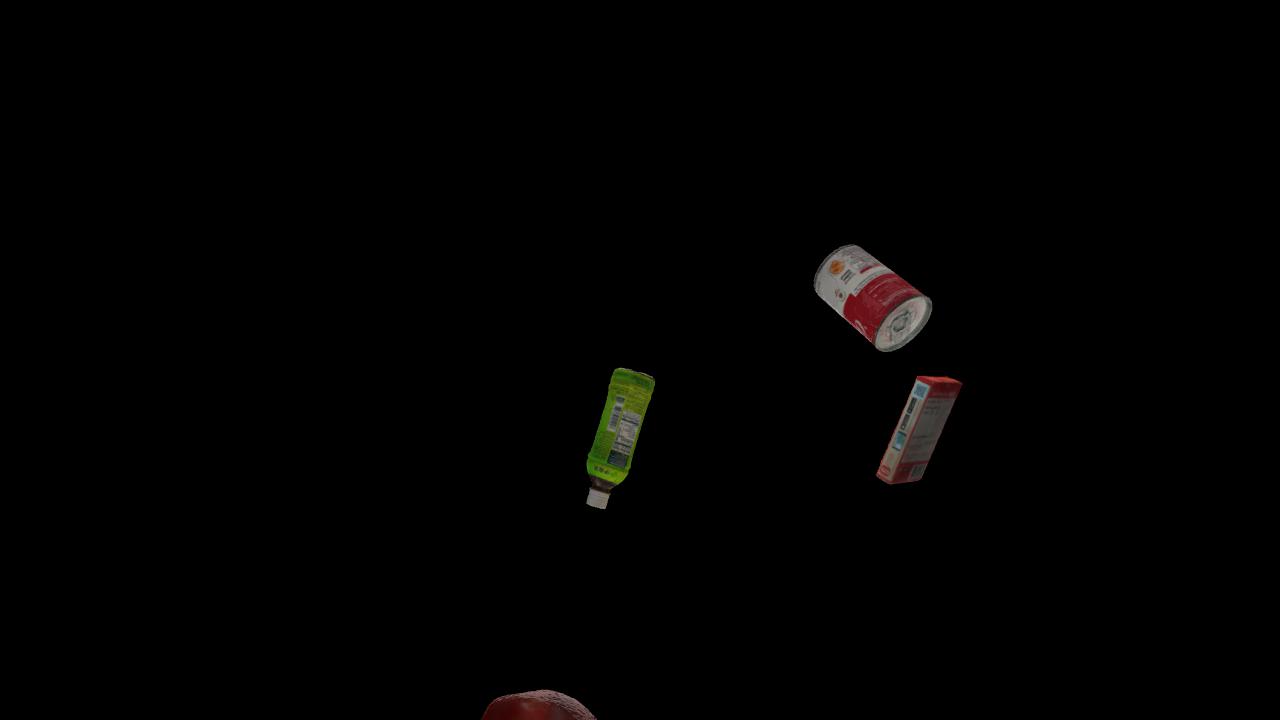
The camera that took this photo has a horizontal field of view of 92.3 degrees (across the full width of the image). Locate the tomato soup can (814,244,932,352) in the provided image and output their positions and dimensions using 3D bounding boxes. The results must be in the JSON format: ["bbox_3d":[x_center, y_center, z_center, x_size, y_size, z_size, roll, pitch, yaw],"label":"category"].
[{"bbox_3d":[0.233,-0.065,0.625,0.068,0.068,0.101,0,39,-34],"label":"tomato soup can"}]

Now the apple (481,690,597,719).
[{"bbox_3d":[-0.068,0.268,0.420,0.093,0.079,0.079,14,6,25],"label":"apple"}]

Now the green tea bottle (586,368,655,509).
[{"bbox_3d":[-0.037,0.120,0.939,0.073,0.212,0.073,17,-11,3],"label":"green tea bottle"}]

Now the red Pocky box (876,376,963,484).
[{"bbox_3d":[0.384,0.096,0.846,0.083,0.155,0.028,4,20,-36],"label":"red Pocky box"}]
